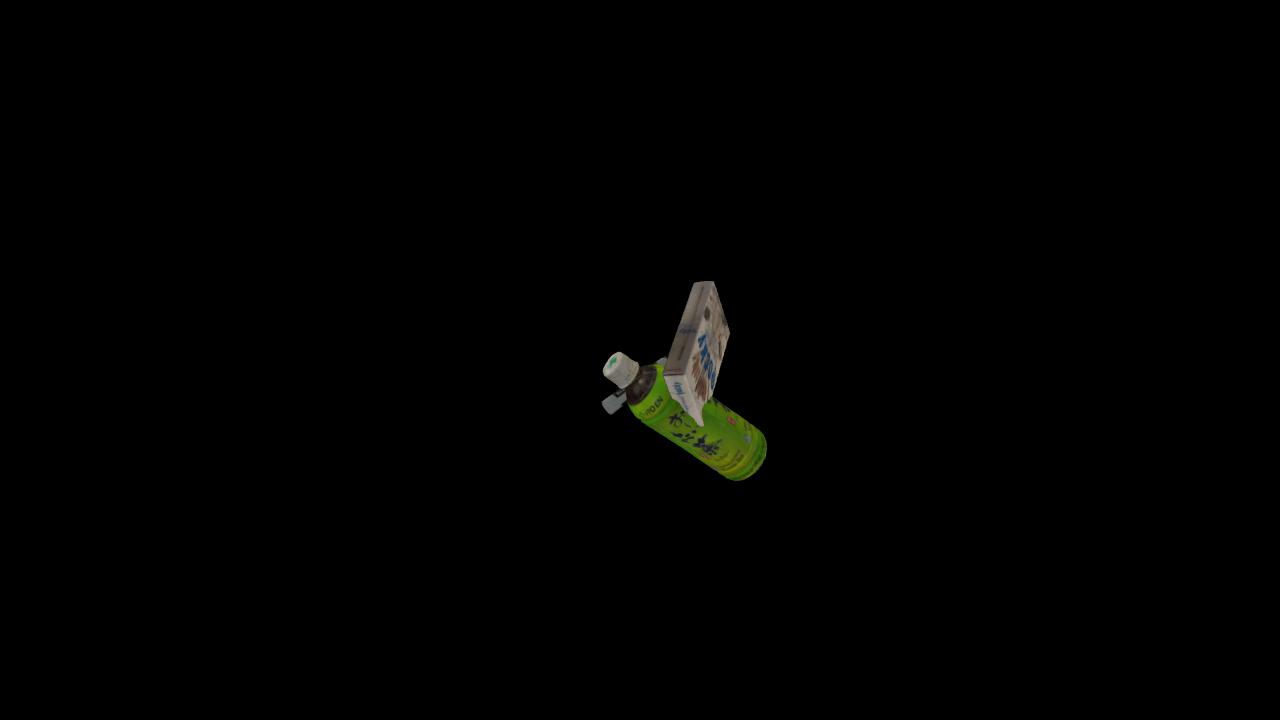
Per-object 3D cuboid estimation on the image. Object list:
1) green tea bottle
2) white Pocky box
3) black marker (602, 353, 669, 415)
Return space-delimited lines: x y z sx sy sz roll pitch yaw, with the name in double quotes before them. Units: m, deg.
"green tea bottle" 0.048 0.060 0.682 0.212 0.073 0.073 33 -15 -24
"white Pocky box" 0.065 -0.010 0.685 0.028 0.084 0.154 -2 44 24
"black marker" 0.008 0.021 0.716 0.121 0.020 0.020 -36 13 -18
